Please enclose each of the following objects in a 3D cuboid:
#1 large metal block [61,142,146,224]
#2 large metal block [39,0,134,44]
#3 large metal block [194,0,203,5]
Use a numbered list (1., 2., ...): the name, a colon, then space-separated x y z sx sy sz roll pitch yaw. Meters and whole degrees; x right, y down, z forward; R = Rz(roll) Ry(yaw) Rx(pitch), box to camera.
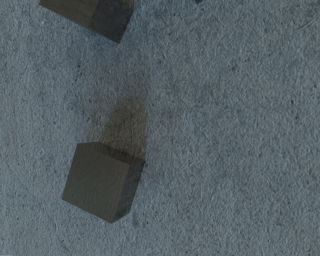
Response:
1. large metal block: -0.076 0.071 0.423 0.080 0.050 0.080 20 97 19
2. large metal block: -0.095 -0.160 0.413 0.080 0.080 0.050 29 100 17
3. large metal block: 0.055 -0.203 0.360 0.080 0.080 0.050 -33 79 17
